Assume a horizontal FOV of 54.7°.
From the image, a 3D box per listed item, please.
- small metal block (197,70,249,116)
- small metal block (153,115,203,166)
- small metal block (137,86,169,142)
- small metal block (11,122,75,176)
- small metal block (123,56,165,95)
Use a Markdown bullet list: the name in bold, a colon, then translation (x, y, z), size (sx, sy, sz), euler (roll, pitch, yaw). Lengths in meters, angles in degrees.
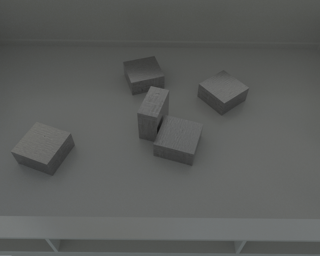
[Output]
- **small metal block**: translation (0.091, -0.052, 0.450), size (0.050, 0.025, 0.050), euler (-31, 57, -24)
- **small metal block**: translation (0.024, 0.015, 0.393), size (0.050, 0.025, 0.050), euler (14, 51, 11)
- **small metal block**: translation (-0.008, -0.018, 0.404), size (0.025, 0.050, 0.050), euler (14, 51, 11)
- **small metal block**: translation (-0.143, 0.025, 0.382), size (0.050, 0.025, 0.050), euler (17, 52, 13)
- **small metal block**: translation (-0.025, -0.081, 0.472), size (0.050, 0.025, 0.050), euler (-14, 52, -12)
